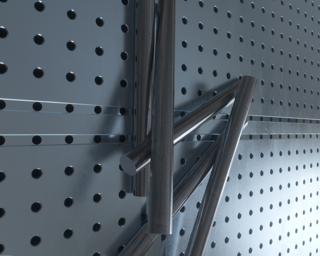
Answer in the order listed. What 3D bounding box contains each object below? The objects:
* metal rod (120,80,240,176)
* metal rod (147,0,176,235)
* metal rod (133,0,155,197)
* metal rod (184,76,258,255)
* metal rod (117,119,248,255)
[{"bbox_3d":[0.060,-0.019,0.441,0.302,0.025,0.025,-32,111,-42],"label":"metal rod"},{"bbox_3d":[0.004,-0.033,0.365,0.025,0.025,0.299,20,62,-39],"label":"metal rod"},{"bbox_3d":[-0.020,-0.065,0.393,0.025,0.025,0.298,1,89,-40],"label":"metal rod"},{"bbox_3d":[0.089,0.064,0.453,0.025,0.025,0.299,27,78,-37],"label":"metal rod"},{"bbox_3d":[0.046,0.078,0.449,0.301,0.025,0.025,-44,117,-31],"label":"metal rod"}]
